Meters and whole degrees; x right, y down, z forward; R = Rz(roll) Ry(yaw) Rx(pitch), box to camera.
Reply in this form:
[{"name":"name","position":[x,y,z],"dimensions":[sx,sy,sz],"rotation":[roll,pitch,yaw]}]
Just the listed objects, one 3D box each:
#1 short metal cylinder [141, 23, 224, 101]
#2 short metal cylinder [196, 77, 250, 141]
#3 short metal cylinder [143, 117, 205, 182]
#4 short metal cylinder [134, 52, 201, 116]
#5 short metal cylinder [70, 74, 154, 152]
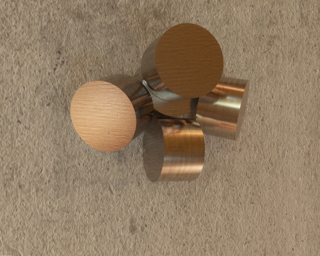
[{"name":"short metal cylinder","position":[0.024,-0.072,0.353],"dimensions":[0.081,0.050,0.079],"rotation":[0,90,-21]},{"name":"short metal cylinder","position":[0.083,-0.027,0.407],"dimensions":[0.050,0.080,0.080],"rotation":[13,85,19]},{"name":"short metal cylinder","position":[0.015,0.027,0.386],"dimensions":[0.050,0.080,0.079],"rotation":[2,90,-20]},{"name":"short metal cylinder","position":[0.009,-0.054,0.401],"dimensions":[0.081,0.050,0.079],"rotation":[0,90,-21]},{"name":"short metal cylinder","position":[-0.054,-0.019,0.356],"dimensions":[0.080,0.050,0.079],"rotation":[6,110,19]}]
